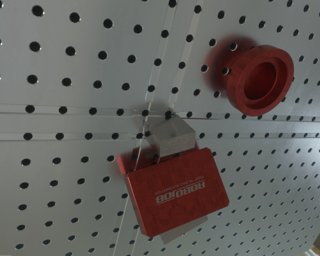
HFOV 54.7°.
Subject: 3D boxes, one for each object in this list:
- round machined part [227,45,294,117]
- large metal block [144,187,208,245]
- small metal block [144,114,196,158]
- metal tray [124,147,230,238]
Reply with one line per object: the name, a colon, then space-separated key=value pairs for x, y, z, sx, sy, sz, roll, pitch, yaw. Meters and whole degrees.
round machined part: x=0.134 y=-0.068 z=0.433 sx=0.099 sy=0.042 sz=0.097 roll=-14 pitch=125 yaw=-21
large metal block: x=0.023 y=0.123 z=0.486 sx=0.080 sy=0.050 sz=0.080 roll=-26 pitch=128 yaw=-13
small metal block: x=0.012 y=0.009 z=0.409 sx=0.050 sy=0.050 sz=0.025 roll=-14 pitch=124 yaw=-21
metal tray: x=0.025 y=0.089 z=0.443 sx=0.131 sy=0.030 sz=0.090 roll=-16 pitch=81 yaw=-20
